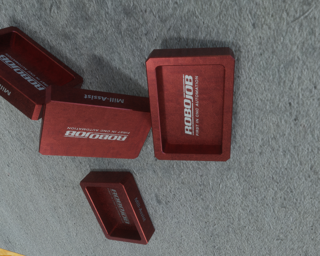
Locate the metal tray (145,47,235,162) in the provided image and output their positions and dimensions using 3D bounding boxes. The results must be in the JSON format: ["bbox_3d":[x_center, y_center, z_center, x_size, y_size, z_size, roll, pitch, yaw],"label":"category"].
[{"bbox_3d":[0.036,-0.023,0.354,0.090,0.030,0.129,0,120,9],"label":"metal tray"}]

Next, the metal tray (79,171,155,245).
[{"bbox_3d":[-0.071,0.135,0.524,0.090,0.030,0.129,-5,116,30],"label":"metal tray"}]

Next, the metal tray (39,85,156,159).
[{"bbox_3d":[-0.081,-0.003,0.395,0.131,0.030,0.089,5,132,-23],"label":"metal tray"}]

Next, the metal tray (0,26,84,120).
[{"bbox_3d":[-0.181,-0.077,0.412,0.130,0.090,0.030,38,129,3],"label":"metal tray"}]
